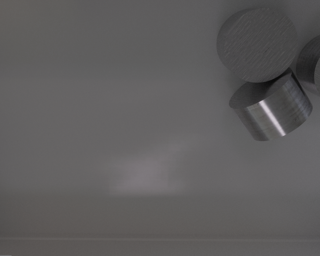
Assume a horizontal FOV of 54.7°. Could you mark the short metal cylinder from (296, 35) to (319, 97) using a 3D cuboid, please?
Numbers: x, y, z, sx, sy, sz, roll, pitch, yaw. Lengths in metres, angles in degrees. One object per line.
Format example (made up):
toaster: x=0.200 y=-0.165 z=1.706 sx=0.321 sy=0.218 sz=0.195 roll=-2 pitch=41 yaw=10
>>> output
short metal cylinder: x=0.215 y=-0.073 z=0.373 sx=0.081 sy=0.050 sz=0.079 roll=0 pitch=110 yaw=0

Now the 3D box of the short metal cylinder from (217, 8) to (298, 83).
short metal cylinder: x=0.111 y=-0.098 z=0.363 sx=0.081 sy=0.050 sz=0.079 roll=0 pitch=110 yaw=0

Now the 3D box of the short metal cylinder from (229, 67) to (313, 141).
short metal cylinder: x=0.131 y=-0.029 z=0.372 sx=0.080 sy=0.080 sz=0.050 roll=-34 pitch=107 yaw=12
